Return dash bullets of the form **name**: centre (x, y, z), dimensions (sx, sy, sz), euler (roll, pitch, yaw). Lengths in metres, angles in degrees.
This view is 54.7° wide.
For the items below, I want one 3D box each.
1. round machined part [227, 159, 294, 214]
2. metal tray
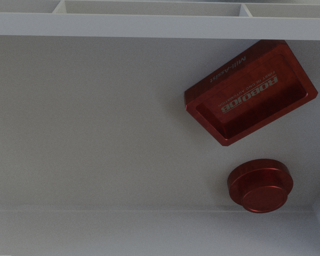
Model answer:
- **round machined part**: centre (0.158, 0.096, 0.483), dimensions (0.099, 0.042, 0.097), euler (-1, 130, 0)
- **metal tray**: centre (0.106, -0.040, 0.373), dimensions (0.130, 0.030, 0.090), euler (-33, 123, 24)
